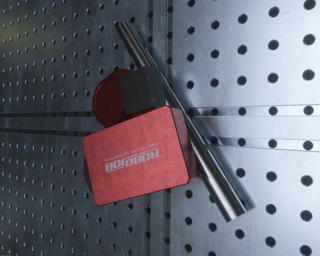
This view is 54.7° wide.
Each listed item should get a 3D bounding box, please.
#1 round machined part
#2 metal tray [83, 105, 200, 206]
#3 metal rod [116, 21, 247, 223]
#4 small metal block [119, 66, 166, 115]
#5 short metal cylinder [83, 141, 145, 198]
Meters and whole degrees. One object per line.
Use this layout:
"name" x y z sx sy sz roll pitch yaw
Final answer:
"round machined part" -0.059 -0.036 0.440 0.098 0.042 0.097 0 90 41
"metal tray" -0.027 0.036 0.373 0.130 0.030 0.090 -20 78 25
"metal rod" 0.016 -0.024 0.392 0.025 0.025 0.299 -43 64 31
"small metal block" -0.022 -0.046 0.392 0.050 0.025 0.050 -14 84 44
"short metal cylinder" -0.064 0.057 0.440 0.080 0.050 0.079 0 90 40
